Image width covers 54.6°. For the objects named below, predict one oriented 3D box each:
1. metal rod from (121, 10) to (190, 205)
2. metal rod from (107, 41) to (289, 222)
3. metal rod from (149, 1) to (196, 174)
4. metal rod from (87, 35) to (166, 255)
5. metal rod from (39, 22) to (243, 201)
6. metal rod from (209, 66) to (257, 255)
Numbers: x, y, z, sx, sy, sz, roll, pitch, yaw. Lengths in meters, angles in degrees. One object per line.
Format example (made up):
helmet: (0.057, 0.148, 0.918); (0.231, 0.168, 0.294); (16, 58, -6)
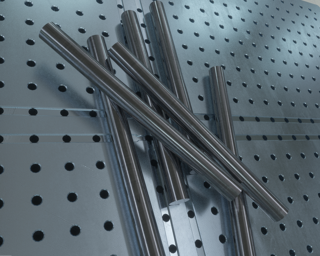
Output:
metal rod: (-0.013, -0.044, 0.427); (0.025, 0.025, 0.299); (-1, 62, -29)
metal rod: (0.046, 0.002, 0.397); (0.300, 0.025, 0.025); (45, 51, 3)
metal rod: (0.022, -0.076, 0.465); (0.025, 0.025, 0.299); (2, 61, -27)
metal rod: (-0.047, 0.010, 0.376); (0.025, 0.025, 0.299); (-4, 64, -30)
metal rod: (-0.022, -0.019, 0.373); (0.300, 0.025, 0.025); (41, 51, 0)
metal rod: (0.098, 0.034, 0.439); (0.025, 0.025, 0.299); (12, 57, -22)
